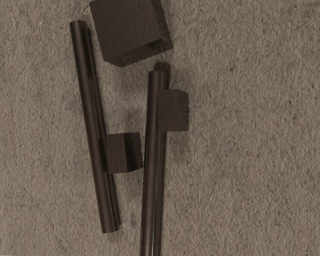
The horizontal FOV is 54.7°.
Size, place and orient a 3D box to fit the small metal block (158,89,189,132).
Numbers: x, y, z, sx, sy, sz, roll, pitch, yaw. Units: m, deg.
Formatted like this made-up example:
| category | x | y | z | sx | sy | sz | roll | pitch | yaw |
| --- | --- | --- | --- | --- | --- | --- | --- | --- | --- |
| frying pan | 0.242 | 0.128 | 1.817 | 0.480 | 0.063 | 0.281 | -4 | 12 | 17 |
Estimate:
| category | x | y | z | sx | sy | sz | roll | pitch | yaw |
| --- | --- | --- | --- | --- | --- | --- | --- | --- | --- |
| small metal block | 0.018 | -0.021 | 0.389 | 0.025 | 0.050 | 0.050 | -1 | 90 | 20 |

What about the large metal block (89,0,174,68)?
| category | x | y | z | sx | sy | sz | roll | pitch | yaw |
| --- | --- | --- | --- | --- | --- | --- | --- | --- | --- |
| large metal block | -0.037 | -0.134 | 0.408 | 0.080 | 0.050 | 0.080 | -16 | 85 | 19 |

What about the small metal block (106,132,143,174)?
| category | x | y | z | sx | sy | sz | roll | pitch | yaw |
| --- | --- | --- | --- | --- | --- | --- | --- | --- | --- |
| small metal block | -0.046 | 0.032 | 0.411 | 0.025 | 0.050 | 0.050 | -6 | 88 | 20 |

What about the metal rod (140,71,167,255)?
| category | x | y | z | sx | sy | sz | roll | pitch | yaw |
| --- | --- | --- | --- | --- | --- | --- | --- | --- | --- |
| metal rod | -0.010 | 0.076 | 0.411 | 0.025 | 0.025 | 0.298 | 3 | 91 | 19 |

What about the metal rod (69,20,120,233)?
| category | x | y | z | sx | sy | sz | roll | pitch | yaw |
| --- | --- | --- | --- | --- | --- | --- | --- | --- | --- |
| metal rod | -0.094 | -0.004 | 0.440 | 0.025 | 0.025 | 0.298 | -11 | 86 | 19 |
